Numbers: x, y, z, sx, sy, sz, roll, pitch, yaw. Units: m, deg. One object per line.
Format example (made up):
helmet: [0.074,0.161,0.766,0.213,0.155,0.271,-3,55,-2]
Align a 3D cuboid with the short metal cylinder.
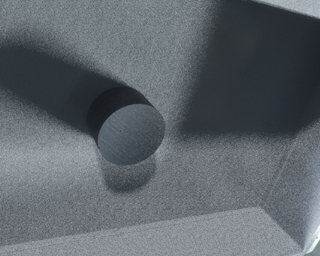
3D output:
short metal cylinder: [-0.041,-0.003,0.368,0.081,0.050,0.080,-14,124,-21]
